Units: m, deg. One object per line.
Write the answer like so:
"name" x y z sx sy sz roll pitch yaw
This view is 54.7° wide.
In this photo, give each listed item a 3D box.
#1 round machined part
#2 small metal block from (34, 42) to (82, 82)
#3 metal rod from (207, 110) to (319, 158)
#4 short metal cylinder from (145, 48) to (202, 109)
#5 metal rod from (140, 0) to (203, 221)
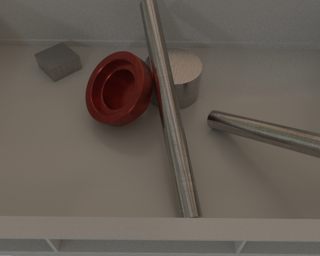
"round machined part" -0.049 -0.049 0.413 0.098 0.042 0.098 -10 71 31
"small metal block" -0.161 -0.106 0.492 0.050 0.025 0.050 -35 58 -26
"metal rod" 0.173 0.021 0.313 0.025 0.025 0.300 -39 37 -28
"short metal cylinder" 0.019 -0.072 0.449 0.081 0.050 0.080 0 50 0
"metal rod" 0.008 -0.040 0.384 0.025 0.025 0.299 -7 67 -7
